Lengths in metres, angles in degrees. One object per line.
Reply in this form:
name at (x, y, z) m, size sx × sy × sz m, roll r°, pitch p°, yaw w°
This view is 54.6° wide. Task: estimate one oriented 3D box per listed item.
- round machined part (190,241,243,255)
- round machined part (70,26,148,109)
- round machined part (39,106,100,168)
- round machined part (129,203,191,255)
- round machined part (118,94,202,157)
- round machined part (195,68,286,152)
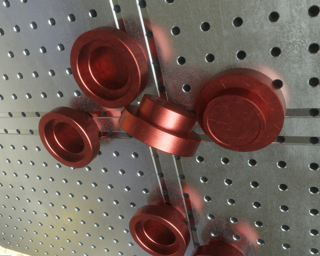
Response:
round machined part at (0.095, 0.218, 0.485) m, size 0.098 × 0.042 × 0.097 m, roll 13°, pitch 124°, yaw 21°
round machined part at (-0.058, -0.077, 0.384) m, size 0.098 × 0.042 × 0.097 m, roll 13°, pitch 124°, yaw 21°
round machined part at (-0.134, 0.010, 0.478) m, size 0.098 × 0.042 × 0.097 m, roll 13°, pitch 124°, yaw 21°
round machined part at (0.003, 0.161, 0.499) m, size 0.098 × 0.042 × 0.097 m, roll 13°, pitch 124°, yaw 21°
round machined part at (0.005, -0.008, 0.364) m, size 0.098 × 0.098 × 0.042 m, roll 27°, pitch 102°, yaw 11°
round machined part at (0.086, -0.014, 0.347) m, size 0.098 × 0.042 × 0.097 m, roll 13°, pitch 124°, yaw 21°
